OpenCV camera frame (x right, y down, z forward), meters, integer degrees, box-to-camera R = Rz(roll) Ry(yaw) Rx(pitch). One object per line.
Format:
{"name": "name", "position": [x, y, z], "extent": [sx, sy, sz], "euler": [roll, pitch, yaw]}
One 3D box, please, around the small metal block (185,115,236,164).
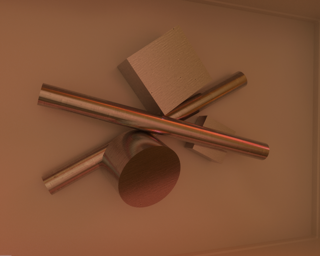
{"name": "small metal block", "position": [0.071, 0.016, 0.435], "extent": [0.050, 0.025, 0.050], "euler": [28, 81, -18]}

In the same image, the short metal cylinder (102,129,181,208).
{"name": "short metal cylinder", "position": [-0.023, 0.047, 0.373], "extent": [0.081, 0.050, 0.079], "euler": [-14, 119, -27]}

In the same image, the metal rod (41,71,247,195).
{"name": "metal rod", "position": [-0.006, -0.002, 0.407], "extent": [0.302, 0.025, 0.025], "euler": [-29, 100, -18]}

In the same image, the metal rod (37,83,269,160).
{"name": "metal rod", "position": [0.008, -0.002, 0.386], "extent": [0.302, 0.025, 0.025], "euler": [14, 85, -20]}

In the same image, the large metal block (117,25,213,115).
{"name": "large metal block", "position": [0.006, -0.071, 0.398], "extent": [0.080, 0.050, 0.080], "euler": [-38, 103, -16]}
